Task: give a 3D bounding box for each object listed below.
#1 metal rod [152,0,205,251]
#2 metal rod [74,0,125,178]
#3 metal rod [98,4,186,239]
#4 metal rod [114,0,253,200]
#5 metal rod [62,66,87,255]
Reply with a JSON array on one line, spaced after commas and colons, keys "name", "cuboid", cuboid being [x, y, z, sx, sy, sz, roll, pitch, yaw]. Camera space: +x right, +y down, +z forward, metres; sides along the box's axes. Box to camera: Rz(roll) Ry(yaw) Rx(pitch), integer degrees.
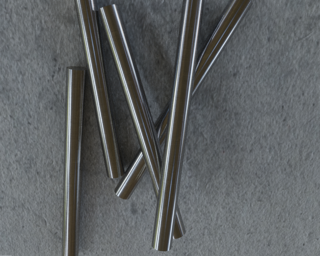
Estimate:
[{"name": "metal rod", "cuboid": [0.021, 0.000, 0.370, 0.025, 0.025, 0.298, 7, 95, -3]}, {"name": "metal rod", "cuboid": [-0.077, -0.075, 0.381, 0.025, 0.025, 0.298, -6, 110, 2]}, {"name": "metal rod", "cuboid": [-0.018, 0.002, 0.386, 0.025, 0.025, 0.298, -15, 102, 5]}, {"name": "metal rod", "cuboid": [0.021, -0.028, 0.399, 0.025, 0.025, 0.298, 28, 107, -10]}, {"name": "metal rod", "cuboid": [-0.121, 0.065, 0.432, 0.025, 0.025, 0.298, 7, 110, -3]}]
